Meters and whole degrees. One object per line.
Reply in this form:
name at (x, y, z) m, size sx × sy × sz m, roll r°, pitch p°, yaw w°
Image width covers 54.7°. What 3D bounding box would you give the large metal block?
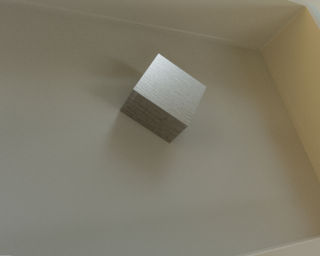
large metal block at (0.006, -0.040, 0.419) m, size 0.080 × 0.050 × 0.080 m, roll 34°, pitch 51°, yaw -7°
